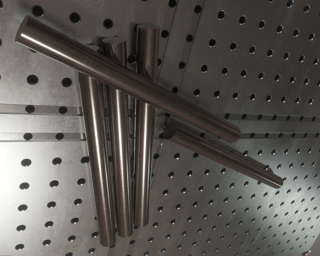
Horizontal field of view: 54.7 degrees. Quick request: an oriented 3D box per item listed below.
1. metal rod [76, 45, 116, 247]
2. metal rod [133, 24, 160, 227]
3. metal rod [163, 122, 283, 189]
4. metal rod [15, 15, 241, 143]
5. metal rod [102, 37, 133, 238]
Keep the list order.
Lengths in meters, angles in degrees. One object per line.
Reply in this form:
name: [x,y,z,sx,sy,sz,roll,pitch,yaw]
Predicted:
metal rod: [-0.078,0.045,0.397,0.025,0.025,0.298,-13,124,-22]
metal rod: [-0.021,0.018,0.412,0.025,0.025,0.298,-11,123,-23]
metal rod: [0.121,0.055,0.514,0.301,0.025,0.025,25,104,-37]
metal rod: [-0.006,-0.037,0.352,0.302,0.025,0.025,23,106,-37]
metal rod: [-0.051,0.034,0.405,0.025,0.025,0.298,-13,124,-22]
